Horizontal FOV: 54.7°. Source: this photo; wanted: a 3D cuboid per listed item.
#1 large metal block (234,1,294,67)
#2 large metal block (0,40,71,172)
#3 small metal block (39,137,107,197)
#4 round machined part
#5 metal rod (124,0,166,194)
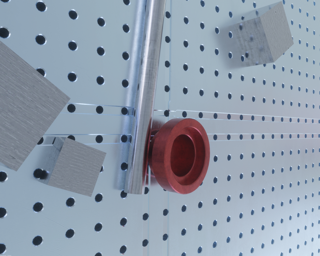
[{"bbox_3d":[0.186,-0.166,0.548,0.080,0.050,0.080,-40,115,-33],"label":"large metal block"},{"bbox_3d":[-0.143,-0.019,0.273,0.080,0.050,0.080,44,64,-31],"label":"large metal block"},{"bbox_3d":[-0.092,0.042,0.332,0.050,0.025,0.050,28,73,-37],"label":"small metal block"},{"bbox_3d":[0.022,0.035,0.410,0.099,0.042,0.097,-2,93,-49],"label":"round machined part"},{"bbox_3d":[-0.015,-0.068,0.395,0.025,0.025,0.298,11,83,-40],"label":"metal rod"}]
